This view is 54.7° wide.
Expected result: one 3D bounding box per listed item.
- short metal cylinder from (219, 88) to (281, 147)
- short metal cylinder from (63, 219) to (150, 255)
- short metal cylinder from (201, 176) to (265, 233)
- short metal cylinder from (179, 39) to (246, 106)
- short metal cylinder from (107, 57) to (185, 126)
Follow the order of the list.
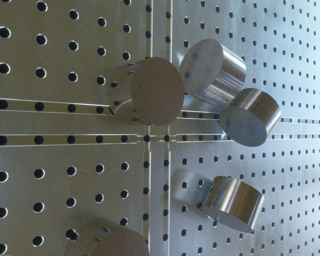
[{"bbox_3d":[0.142,-0.016,0.492,0.050,0.080,0.080,-46,118,-30],"label":"short metal cylinder"},{"bbox_3d":[-0.059,0.147,0.344,0.081,0.050,0.079,0,90,-40],"label":"short metal cylinder"},{"bbox_3d":[0.109,0.115,0.464,0.080,0.080,0.050,44,64,-31],"label":"short metal cylinder"},{"bbox_3d":[0.071,-0.077,0.433,0.050,0.080,0.080,20,77,-38],"label":"short metal cylinder"},{"bbox_3d":[-0.017,-0.043,0.378,0.081,0.050,0.079,0,90,-40],"label":"short metal cylinder"}]
